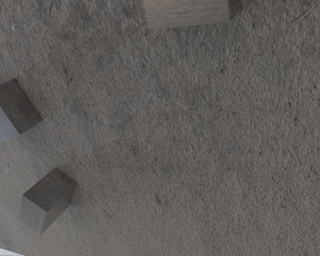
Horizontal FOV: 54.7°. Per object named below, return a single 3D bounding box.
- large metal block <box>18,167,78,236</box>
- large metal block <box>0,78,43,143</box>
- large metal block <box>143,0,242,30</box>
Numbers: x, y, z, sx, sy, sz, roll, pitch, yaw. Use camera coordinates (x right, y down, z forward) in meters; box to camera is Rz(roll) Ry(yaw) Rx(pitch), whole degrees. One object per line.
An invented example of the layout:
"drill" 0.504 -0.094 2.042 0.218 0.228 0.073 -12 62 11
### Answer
"large metal block" -0.202 0.131 0.559 0.050 0.080 0.079 33 129 6
"large metal block" -0.256 -0.026 0.510 0.080 0.050 0.080 -17 110 34
"large metal block" 0.028 -0.141 0.288 0.080 0.050 0.079 3 120 26
